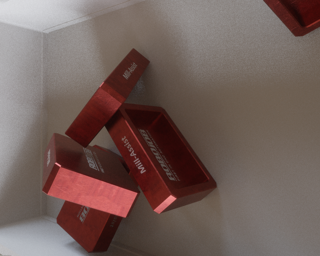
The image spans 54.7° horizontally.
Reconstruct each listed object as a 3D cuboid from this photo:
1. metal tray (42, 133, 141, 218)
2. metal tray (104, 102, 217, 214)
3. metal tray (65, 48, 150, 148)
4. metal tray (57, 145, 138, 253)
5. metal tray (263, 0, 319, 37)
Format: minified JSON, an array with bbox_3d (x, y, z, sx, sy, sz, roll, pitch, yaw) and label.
[{"bbox_3d":[-0.084,0.049,0.356,0.030,0.090,0.130,-64,23,3],"label":"metal tray"},{"bbox_3d":[0.000,0.029,0.363,0.030,0.091,0.130,-48,62,27],"label":"metal tray"},{"bbox_3d":[-0.063,-0.043,0.398,0.030,0.130,0.090,38,121,-11],"label":"metal tray"},{"bbox_3d":[-0.089,0.100,0.452,0.090,0.030,0.130,23,86,37],"label":"metal tray"},{"bbox_3d":[0.119,-0.133,0.238,0.090,0.131,0.030,-27,57,37],"label":"metal tray"}]
